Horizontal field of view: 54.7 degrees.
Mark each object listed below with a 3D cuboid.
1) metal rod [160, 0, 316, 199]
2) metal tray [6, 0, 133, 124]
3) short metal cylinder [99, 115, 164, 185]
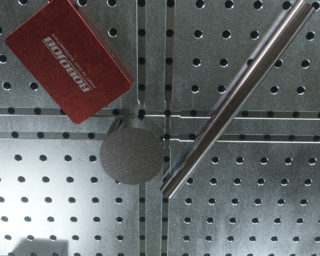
[{"bbox_3d":[0.091,-0.025,0.405,0.025,0.025,0.299,31,107,-11],"label":"metal rod"},{"bbox_3d":[-0.107,-0.081,0.380,0.090,0.030,0.130,-34,107,11],"label":"metal tray"},{"bbox_3d":[-0.035,0.028,0.410,0.081,0.050,0.079,0,110,-1],"label":"short metal cylinder"}]
